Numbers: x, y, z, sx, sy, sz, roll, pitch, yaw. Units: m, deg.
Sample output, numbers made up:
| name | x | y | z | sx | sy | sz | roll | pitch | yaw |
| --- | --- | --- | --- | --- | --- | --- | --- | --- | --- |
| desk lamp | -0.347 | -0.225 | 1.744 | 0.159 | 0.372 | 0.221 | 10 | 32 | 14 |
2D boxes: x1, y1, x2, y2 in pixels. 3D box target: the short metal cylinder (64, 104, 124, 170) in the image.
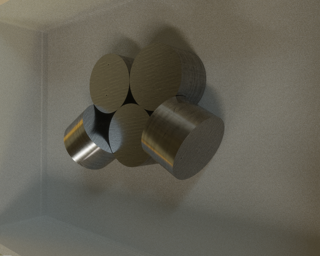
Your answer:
| name | x | y | z | sx | sy | sz | roll | pitch | yaw |
| --- | --- | --- | --- | --- | --- | --- | --- | --- | --- |
| short metal cylinder | -0.088 | 0.013 | 0.442 | 0.050 | 0.081 | 0.080 | -37 | 67 | 34 |

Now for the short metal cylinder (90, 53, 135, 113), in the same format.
| name | x | y | z | sx | sy | sz | roll | pitch | yaw |
| --- | --- | --- | --- | --- | --- | --- | --- | --- | --- |
| short metal cylinder | -0.053 | -0.059 | 0.432 | 0.080 | 0.050 | 0.080 | 0 | 90 | 40 |

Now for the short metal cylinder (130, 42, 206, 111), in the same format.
| name | x | y | z | sx | sy | sz | roll | pitch | yaw |
| --- | --- | --- | --- | --- | --- | --- | --- | --- | --- |
| short metal cylinder | 0.009 | -0.060 | 0.381 | 0.080 | 0.050 | 0.080 | 0 | 90 | 40 |

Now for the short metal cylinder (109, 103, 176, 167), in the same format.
| name | x | y | z | sx | sy | sz | roll | pitch | yaw |
| --- | --- | --- | --- | --- | --- | --- | --- | --- | --- |
| short metal cylinder | -0.021 | 0.009 | 0.406 | 0.080 | 0.050 | 0.080 | 0 | 90 | 40 |

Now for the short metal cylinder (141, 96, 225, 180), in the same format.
| name | x | y | z | sx | sy | sz | roll | pitch | yaw |
| --- | --- | --- | --- | --- | --- | --- | --- | --- | --- |
| short metal cylinder | 0.026 | 0.011 | 0.347 | 0.050 | 0.081 | 0.079 | 37 | 113 | 34 |
